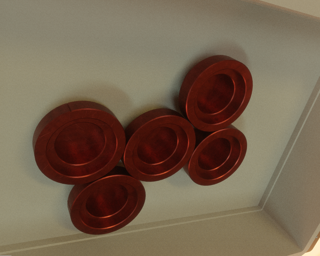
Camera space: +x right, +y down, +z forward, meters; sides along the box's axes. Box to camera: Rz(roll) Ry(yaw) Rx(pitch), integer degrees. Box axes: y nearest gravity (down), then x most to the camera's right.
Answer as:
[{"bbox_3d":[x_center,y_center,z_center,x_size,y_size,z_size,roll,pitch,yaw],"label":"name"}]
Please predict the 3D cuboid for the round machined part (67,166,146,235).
[{"bbox_3d":[-0.072,0.090,0.410,0.099,0.042,0.097,-14,124,-21],"label":"round machined part"}]

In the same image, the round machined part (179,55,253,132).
[{"bbox_3d":[0.067,-0.047,0.402,0.099,0.042,0.097,-14,124,-21],"label":"round machined part"}]

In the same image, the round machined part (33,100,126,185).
[{"bbox_3d":[-0.092,0.013,0.352,0.099,0.042,0.097,-14,124,-21],"label":"round machined part"}]

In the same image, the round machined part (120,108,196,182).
[{"bbox_3d":[-0.007,0.018,0.401,0.099,0.042,0.097,-14,124,-21],"label":"round machined part"}]

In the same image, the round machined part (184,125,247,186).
[{"bbox_3d":[0.075,0.033,0.456,0.099,0.042,0.097,-14,124,-21],"label":"round machined part"}]
